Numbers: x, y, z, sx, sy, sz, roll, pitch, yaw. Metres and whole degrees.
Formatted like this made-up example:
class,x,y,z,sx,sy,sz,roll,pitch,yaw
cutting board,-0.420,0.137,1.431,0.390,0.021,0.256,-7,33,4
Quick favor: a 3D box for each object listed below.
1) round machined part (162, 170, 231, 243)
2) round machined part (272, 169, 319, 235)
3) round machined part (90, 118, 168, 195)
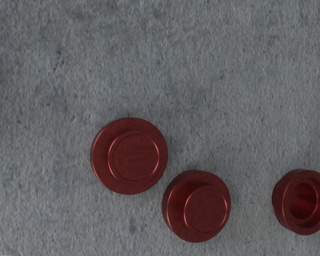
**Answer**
class,x,y,z,sx,sy,sz,roll,pitch,yaw
round machined part,0.056,0.108,0.422,0.099,0.042,0.097,0,90,-21
round machined part,0.215,0.112,0.482,0.099,0.042,0.097,0,90,-21
round machined part,-0.035,0.036,0.388,0.099,0.042,0.097,0,90,-21
